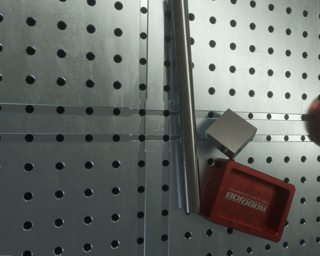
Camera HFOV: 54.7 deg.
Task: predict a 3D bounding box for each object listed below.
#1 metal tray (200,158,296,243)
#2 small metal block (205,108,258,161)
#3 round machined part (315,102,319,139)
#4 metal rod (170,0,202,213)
[{"bbox_3d":[0.132,0.108,0.460,0.131,0.030,0.090,22,82,-19],"label":"metal tray"},{"bbox_3d":[0.099,0.008,0.437,0.050,0.025,0.050,40,72,23],"label":"small metal block"},{"bbox_3d":[0.315,-0.012,0.523,0.099,0.042,0.097,0,90,-20],"label":"round machined part"},{"bbox_3d":[0.035,-0.034,0.426,0.025,0.025,0.298,-5,92,-20],"label":"metal rod"}]
